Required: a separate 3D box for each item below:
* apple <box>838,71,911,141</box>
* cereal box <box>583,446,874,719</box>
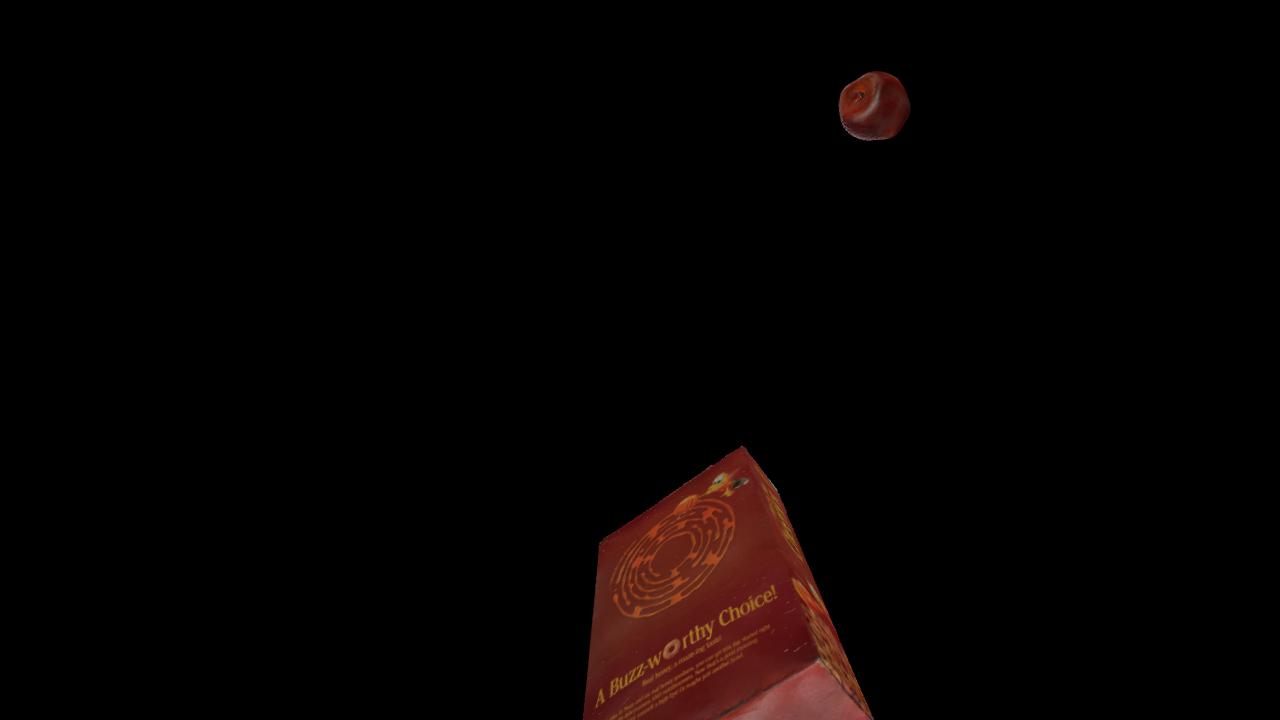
[{"bbox_3d":[0.289,-0.309,0.755,0.093,0.079,0.079,7,-5,-43],"label":"apple"},{"bbox_3d":[0.053,0.220,0.546,0.203,0.081,0.306,-36,14,10],"label":"cereal box"}]
